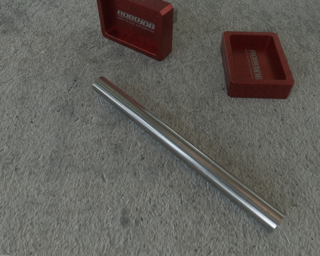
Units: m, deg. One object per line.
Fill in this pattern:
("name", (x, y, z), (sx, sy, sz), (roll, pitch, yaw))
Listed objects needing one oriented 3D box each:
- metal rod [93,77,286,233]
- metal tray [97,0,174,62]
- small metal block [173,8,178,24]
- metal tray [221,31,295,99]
("metal rod", (0.017, 0.017, 0.388), (0.025, 0.025, 0.300), (-37, 60, -27))
("metal tray", (-0.042, -0.173, 0.506), (0.130, 0.089, 0.030), (28, 56, 21))
("small metal block", (-0.003, -0.208, 0.578), (0.050, 0.025, 0.050), (31, 56, 23))
("metal tray", (0.148, -0.102, 0.487), (0.091, 0.030, 0.130), (2, 50, 1))
